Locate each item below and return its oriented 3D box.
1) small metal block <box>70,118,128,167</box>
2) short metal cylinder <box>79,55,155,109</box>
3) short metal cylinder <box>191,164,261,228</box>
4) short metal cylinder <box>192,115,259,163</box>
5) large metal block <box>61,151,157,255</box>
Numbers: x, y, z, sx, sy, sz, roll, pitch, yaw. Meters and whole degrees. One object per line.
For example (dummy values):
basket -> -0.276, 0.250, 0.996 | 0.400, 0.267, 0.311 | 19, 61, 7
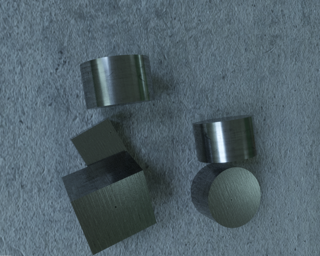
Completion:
small metal block -> -0.075, 0.022, 0.381 | 0.050, 0.025, 0.050 | -32, 101, -17
short metal cylinder -> -0.049, -0.052, 0.362 | 0.081, 0.080, 0.050 | -9, 94, -20
short metal cylinder -> 0.090, 0.091, 0.429 | 0.081, 0.050, 0.079 | 0, 90, -20
short metal cylinder -> 0.087, 0.013, 0.412 | 0.081, 0.080, 0.050 | -10, 94, -20
large metal block -> -0.058, 0.085, 0.360 | 0.081, 0.050, 0.079 | -22, 120, -19
